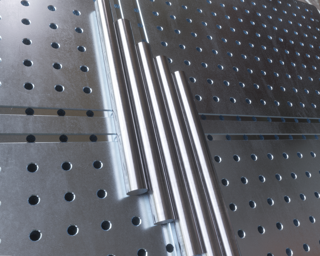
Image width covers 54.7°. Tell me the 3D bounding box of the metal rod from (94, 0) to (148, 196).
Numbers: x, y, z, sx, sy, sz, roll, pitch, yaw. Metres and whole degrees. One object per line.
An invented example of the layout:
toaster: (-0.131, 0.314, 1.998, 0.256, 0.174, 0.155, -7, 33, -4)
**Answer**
metal rod: (-0.057, -0.059, 0.414, 0.025, 0.025, 0.299, 1, 61, -28)

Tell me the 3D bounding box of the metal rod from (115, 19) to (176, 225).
metal rod: (-0.026, -0.026, 0.410, 0.025, 0.025, 0.299, 1, 61, -28)

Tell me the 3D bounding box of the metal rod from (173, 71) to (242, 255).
metal rod: (0.059, 0.052, 0.409, 0.025, 0.025, 0.299, 1, 61, -28)

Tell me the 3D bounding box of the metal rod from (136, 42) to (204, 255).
metal rod: (0.005, 0.010, 0.405, 0.025, 0.025, 0.299, 1, 61, -28)

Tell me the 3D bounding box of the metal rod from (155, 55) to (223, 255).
metal rod: (0.031, 0.029, 0.408, 0.025, 0.025, 0.299, 1, 61, -28)
